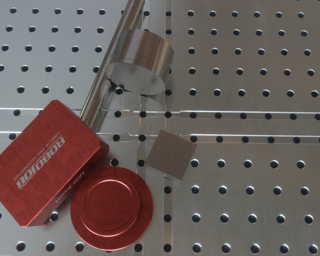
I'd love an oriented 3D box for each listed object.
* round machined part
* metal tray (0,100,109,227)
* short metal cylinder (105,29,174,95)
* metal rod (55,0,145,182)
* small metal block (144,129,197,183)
[{"bbox_3d":[-0.057,0.093,0.368,0.099,0.042,0.098,0,70,-1],"label":"round machined part"},{"bbox_3d":[-0.138,0.041,0.375,0.090,0.030,0.130,41,85,18],"label":"metal tray"},{"bbox_3d":[-0.026,-0.086,0.414,0.080,0.080,0.050,14,71,5],"label":"short metal cylinder"},{"bbox_3d":[-0.079,-0.066,0.434,0.025,0.025,0.299,16,71,5],"label":"metal rod"},{"bbox_3d":[0.014,0.037,0.398,0.050,0.025,0.050,24,72,8],"label":"small metal block"}]
